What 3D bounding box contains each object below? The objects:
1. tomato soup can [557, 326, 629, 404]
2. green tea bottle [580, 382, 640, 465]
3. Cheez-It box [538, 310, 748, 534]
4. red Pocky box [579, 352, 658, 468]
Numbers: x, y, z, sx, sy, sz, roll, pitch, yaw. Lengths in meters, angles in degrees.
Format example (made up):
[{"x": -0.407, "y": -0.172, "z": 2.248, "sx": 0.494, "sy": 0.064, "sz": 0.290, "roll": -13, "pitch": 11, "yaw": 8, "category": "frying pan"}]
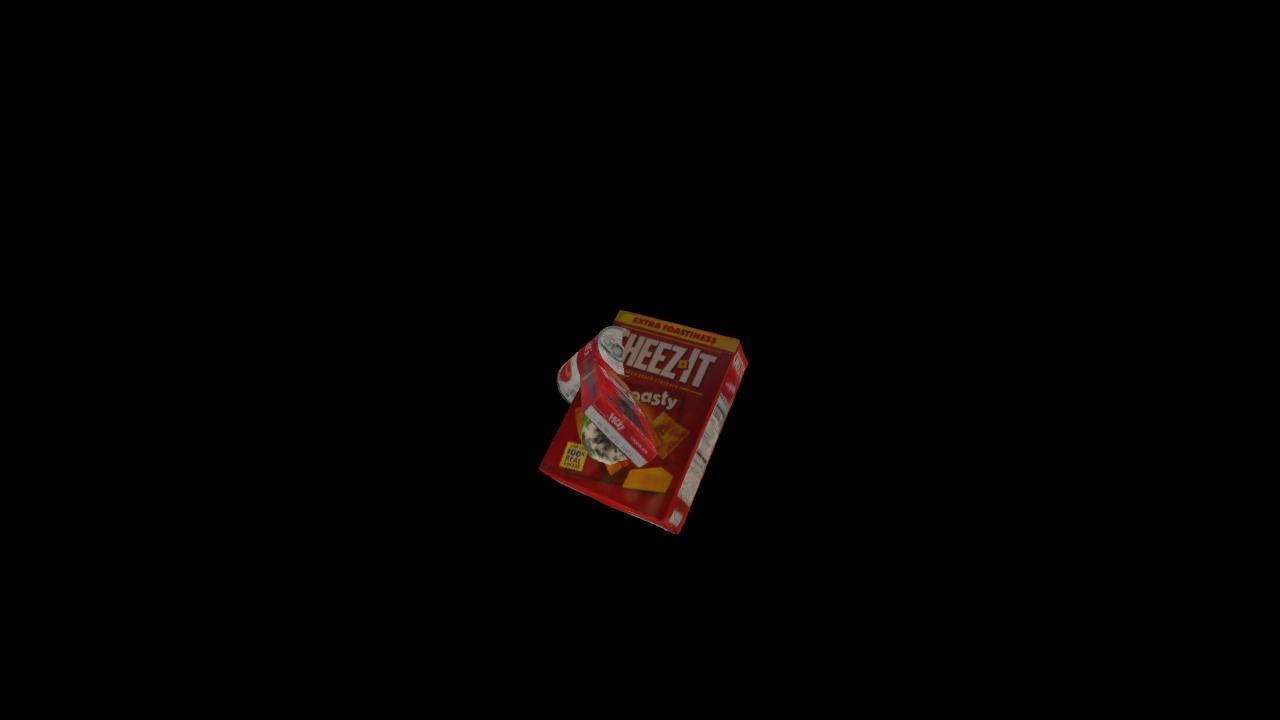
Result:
[{"x": -0.050, "y": 0.011, "z": 0.753, "sx": 0.068, "sy": 0.068, "sz": 0.101, "roll": 0, "pitch": -26, "yaw": -40, "category": "tomato soup can"}, {"x": -0.024, "y": 0.042, "z": 0.747, "sx": 0.073, "sy": 0.073, "sz": 0.212, "roll": 0, "pitch": 25, "yaw": 3, "category": "green tea bottle"}, {"x": 0.009, "y": 0.064, "z": 0.714, "sx": 0.166, "sy": 0.223, "sz": 0.071, "roll": 17, "pitch": -19, "yaw": 26, "category": "Cheez-It box"}, {"x": -0.026, "y": 0.046, "z": 0.638, "sx": 0.028, "sy": 0.083, "sz": 0.155, "roll": -42, "pitch": 17, "yaw": 6, "category": "red Pocky box"}]
